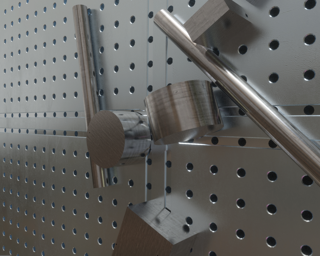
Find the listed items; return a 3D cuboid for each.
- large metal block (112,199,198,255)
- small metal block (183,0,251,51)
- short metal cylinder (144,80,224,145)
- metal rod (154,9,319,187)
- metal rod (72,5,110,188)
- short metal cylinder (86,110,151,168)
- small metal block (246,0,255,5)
[{"bbox_3d":[-0.009,0.152,0.401,0.080,0.050,0.079,29,108,36],"label":"large metal block"},{"bbox_3d":[0.063,-0.115,0.341,0.050,0.050,0.025,-37,67,34],"label":"small metal block"},{"bbox_3d":[0.026,-0.015,0.352,0.080,0.081,0.050,-23,76,38],"label":"short metal cylinder"},{"bbox_3d":[0.085,-0.041,0.338,0.300,0.025,0.025,51,120,27],"label":"metal rod"},{"bbox_3d":[-0.113,-0.054,0.502,0.025,0.025,0.298,-14,81,39],"label":"metal rod"},{"bbox_3d":[-0.060,0.015,0.443,0.080,0.050,0.080,0,90,40],"label":"short metal cylinder"},{"bbox_3d":[0.093,-0.171,0.333,0.050,0.025,0.050,51,120,28],"label":"small metal block"}]
